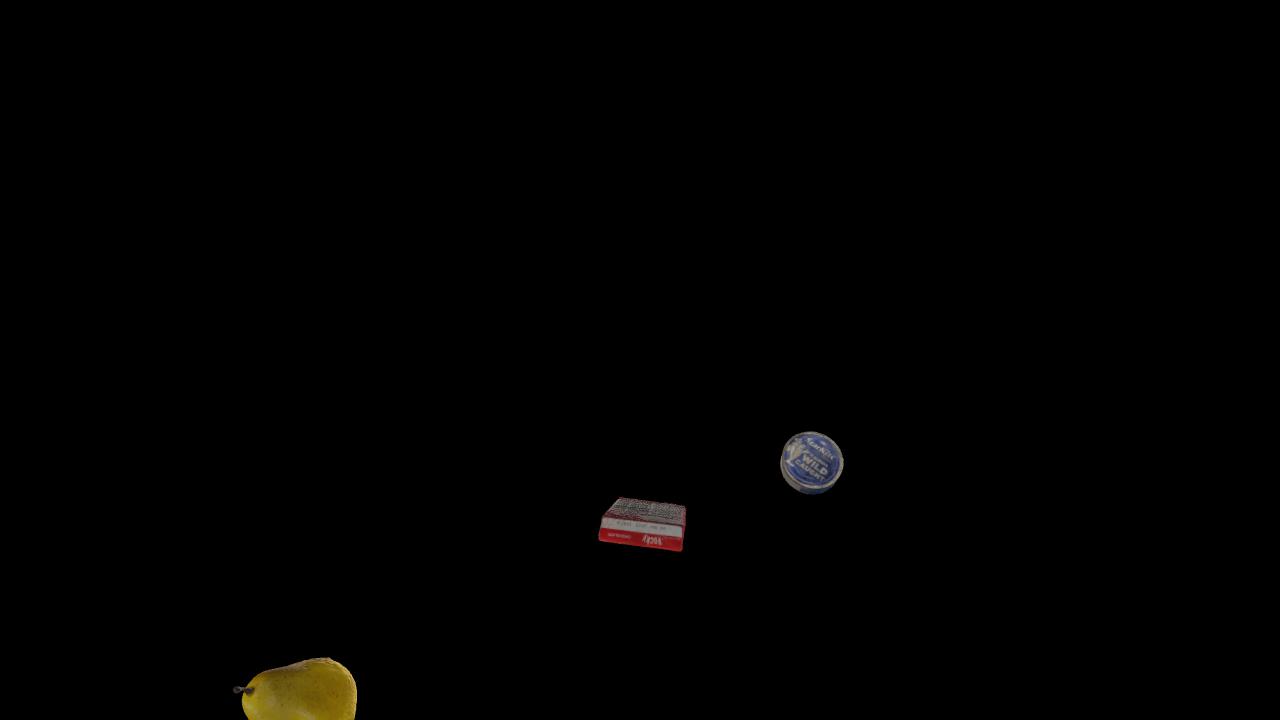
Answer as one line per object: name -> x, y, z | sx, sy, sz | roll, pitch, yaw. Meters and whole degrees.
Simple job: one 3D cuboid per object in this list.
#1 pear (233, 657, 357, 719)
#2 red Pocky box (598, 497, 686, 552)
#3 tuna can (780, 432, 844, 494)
pear -> -0.284, 0.272, 0.493 | 0.080, 0.111, 0.080 | -19, 36, 14
red Pocky box -> 0.008, 0.174, 0.663 | 0.083, 0.028, 0.155 | 5, -6, 5
tuna can -> 0.242, 0.146, 0.869 | 0.084, 0.084, 0.034 | 0, -29, 6
